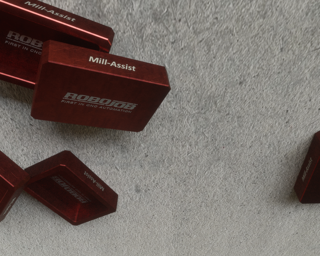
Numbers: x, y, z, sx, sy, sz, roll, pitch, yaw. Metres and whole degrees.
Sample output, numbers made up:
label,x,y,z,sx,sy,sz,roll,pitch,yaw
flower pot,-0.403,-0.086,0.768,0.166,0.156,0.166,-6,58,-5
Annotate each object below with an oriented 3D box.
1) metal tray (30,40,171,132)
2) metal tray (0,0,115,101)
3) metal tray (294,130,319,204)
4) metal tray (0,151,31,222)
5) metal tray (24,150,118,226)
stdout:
label,x,y,z,sx,sy,sz,roll,pitch,yaw
metal tray,-0.066,-0.039,0.340,0.131,0.030,0.089,8,142,-25
metal tray,-0.124,-0.083,0.331,0.131,0.030,0.089,17,128,-14
metal tray,0.263,0.061,0.458,0.091,0.030,0.129,-1,130,1
metal tray,-0.254,0.085,0.451,0.090,0.030,0.129,41,122,-2
metal tray,-0.139,0.099,0.486,0.090,0.030,0.130,-24,126,19
